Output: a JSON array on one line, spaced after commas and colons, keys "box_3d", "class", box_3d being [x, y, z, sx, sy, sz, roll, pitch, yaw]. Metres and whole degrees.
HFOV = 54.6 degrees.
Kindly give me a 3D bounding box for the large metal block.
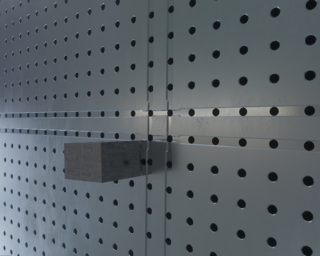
[{"box_3d": [-0.077, 0.044, 0.439, 0.080, 0.081, 0.050, -3, 88, 40], "class": "large metal block"}]
